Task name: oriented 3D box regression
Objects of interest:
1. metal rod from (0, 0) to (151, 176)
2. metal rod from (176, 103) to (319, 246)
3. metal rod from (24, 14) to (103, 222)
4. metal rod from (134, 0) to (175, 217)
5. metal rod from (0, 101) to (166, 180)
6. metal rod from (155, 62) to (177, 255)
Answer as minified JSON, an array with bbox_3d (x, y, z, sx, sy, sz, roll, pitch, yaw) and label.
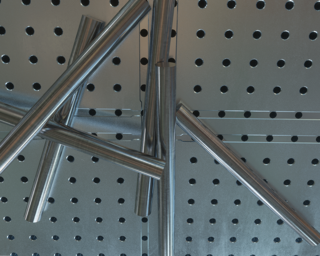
[{"bbox_3d":[-0.120,-0.036,0.360,0.025,0.025,0.300,42,90,-14],"label":"metal rod"},{"bbox_3d":[0.129,0.074,0.441,0.300,0.025,0.025,42,105,-14],"label":"metal rod"},{"bbox_3d":[-0.134,0.001,0.412,0.025,0.025,0.298,20,109,-7],"label":"metal rod"},{"bbox_3d":[-0.010,-0.016,0.407,0.025,0.025,0.298,6,110,-2],"label":"metal rod"},{"bbox_3d":[-0.138,0.002,0.386,0.301,0.025,0.025,19,109,3],"label":"metal rod"},{"bbox_3d":[0.008,0.061,0.422,0.025,0.025,0.298,-1,115,0],"label":"metal rod"}]
